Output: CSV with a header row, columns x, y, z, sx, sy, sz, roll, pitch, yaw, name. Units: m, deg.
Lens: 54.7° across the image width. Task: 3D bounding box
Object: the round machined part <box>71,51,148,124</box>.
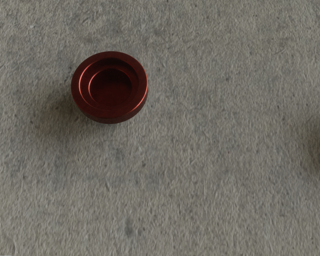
x,y,z,sx,sy,sz,roll,pitch,yaw,name
-0.065,-0.050,0.417,0.099,0.042,0.098,0,70,-1,round machined part
